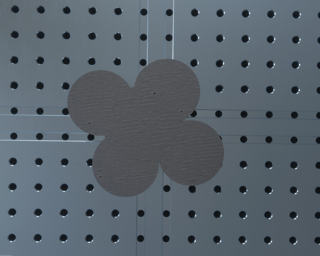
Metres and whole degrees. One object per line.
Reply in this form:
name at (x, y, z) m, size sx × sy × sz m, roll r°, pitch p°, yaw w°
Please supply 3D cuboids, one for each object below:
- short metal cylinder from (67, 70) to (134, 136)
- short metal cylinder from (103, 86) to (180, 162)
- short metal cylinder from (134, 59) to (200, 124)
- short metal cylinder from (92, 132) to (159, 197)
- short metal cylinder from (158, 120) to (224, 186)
short metal cylinder at (-0.072, -0.030, 0.399) m, size 0.081 × 0.050 × 0.079 m, roll 0°, pitch 90°, yaw -1°
short metal cylinder at (-0.020, -0.005, 0.349) m, size 0.081 × 0.050 × 0.079 m, roll 0°, pitch 92°, yaw -1°
short metal cylinder at (0.008, -0.044, 0.400) m, size 0.081 × 0.050 × 0.079 m, roll 0°, pitch 90°, yaw -1°
short metal cylinder at (-0.042, 0.044, 0.400) m, size 0.081 × 0.050 × 0.079 m, roll 0°, pitch 90°, yaw -1°
short metal cylinder at (0.038, 0.030, 0.401) m, size 0.081 × 0.050 × 0.079 m, roll 0°, pitch 90°, yaw -1°
